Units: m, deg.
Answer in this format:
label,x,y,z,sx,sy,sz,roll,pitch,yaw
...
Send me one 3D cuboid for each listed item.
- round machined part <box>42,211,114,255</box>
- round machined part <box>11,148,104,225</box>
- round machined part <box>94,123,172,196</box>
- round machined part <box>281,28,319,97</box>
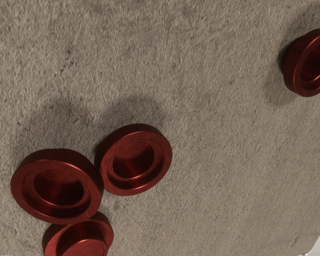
label,x,y,z,sx,sy,sz,roll,pitch,yaw
round machined part,-0.113,0.168,0.439,0.099,0.042,0.097,-14,125,-21
round machined part,-0.113,0.062,0.357,0.099,0.042,0.097,1,122,2
round machined part,-0.037,0.036,0.400,0.099,0.042,0.097,-14,125,-21
round machined part,0.221,-0.098,0.458,0.099,0.042,0.097,-14,125,-21
